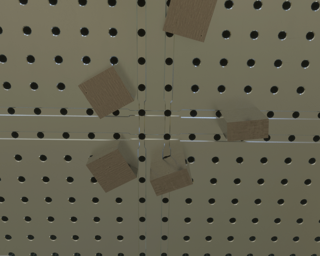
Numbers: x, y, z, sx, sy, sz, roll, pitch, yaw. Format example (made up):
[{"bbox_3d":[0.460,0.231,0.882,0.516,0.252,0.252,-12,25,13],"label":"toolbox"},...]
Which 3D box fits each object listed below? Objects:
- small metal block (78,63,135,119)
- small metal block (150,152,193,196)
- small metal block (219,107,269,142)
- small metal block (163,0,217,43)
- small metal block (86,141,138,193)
[{"bbox_3d":[-0.066,-0.047,0.395,0.050,0.025,0.050,-28,108,9],"label":"small metal block"},{"bbox_3d":[0.015,0.062,0.423,0.050,0.050,0.025,-20,109,7],"label":"small metal block"},{"bbox_3d":[0.107,-0.006,0.400,0.050,0.050,0.025,-5,110,1],"label":"small metal block"},{"bbox_3d":[0.034,-0.133,0.365,0.050,0.025,0.050,14,109,-6],"label":"small metal block"},{"bbox_3d":[-0.066,0.055,0.433,0.050,0.025,0.050,-27,108,9],"label":"small metal block"}]
